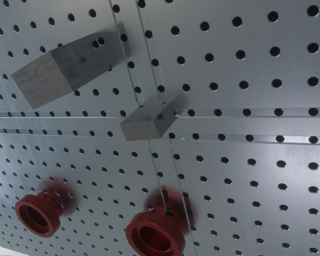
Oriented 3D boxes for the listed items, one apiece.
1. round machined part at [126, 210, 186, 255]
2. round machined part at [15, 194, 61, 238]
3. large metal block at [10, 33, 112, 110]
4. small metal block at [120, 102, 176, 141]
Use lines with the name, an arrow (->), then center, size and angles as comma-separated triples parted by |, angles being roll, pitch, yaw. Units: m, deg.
round machined part -> -0.003, 0.175, 0.510 | 0.098, 0.042, 0.097 | 13, 124, 21
round machined part -> -0.244, 0.174, 0.637 | 0.098, 0.042, 0.097 | 13, 124, 21
large metal block -> -0.124, -0.072, 0.396 | 0.080, 0.080, 0.050 | -16, 110, 34
small metal block -> -0.015, -0.008, 0.398 | 0.050, 0.050, 0.025 | -6, 116, 31
